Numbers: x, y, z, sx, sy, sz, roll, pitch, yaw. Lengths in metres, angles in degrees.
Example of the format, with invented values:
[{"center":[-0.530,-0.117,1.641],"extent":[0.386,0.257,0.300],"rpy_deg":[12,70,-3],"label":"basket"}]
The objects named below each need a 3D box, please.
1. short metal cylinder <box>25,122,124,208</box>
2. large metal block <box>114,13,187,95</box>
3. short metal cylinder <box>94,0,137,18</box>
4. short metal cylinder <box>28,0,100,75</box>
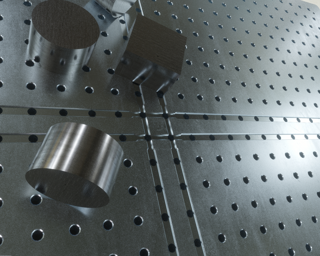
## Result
[{"center":[-0.082,0.039,0.305],"extent":[0.080,0.080,0.050],"rpy_deg":[24,53,-14],"label":"short metal cylinder"},{"center":[-0.012,-0.107,0.451],"extent":[0.080,0.050,0.080],"rpy_deg":[22,54,-15],"label":"large metal block"},{"center":[-0.065,-0.217,0.470],"extent":[0.050,0.080,0.080],"rpy_deg":[41,51,-1],"label":"short metal cylinder"},{"center":[-0.123,-0.115,0.396],"extent":[0.081,0.050,0.080],"rpy_deg":[14,56,-21],"label":"short metal cylinder"}]
